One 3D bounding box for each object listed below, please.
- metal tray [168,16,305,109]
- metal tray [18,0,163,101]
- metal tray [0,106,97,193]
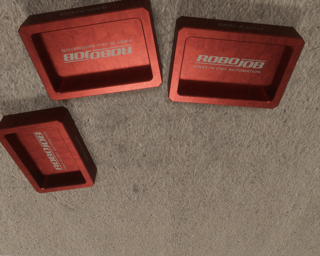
[{"bbox_3d":[0.078,-0.070,0.345,0.131,0.030,0.089,4,130,-4],"label":"metal tray"},{"bbox_3d":[-0.068,-0.081,0.333,0.131,0.030,0.089,-7,130,5],"label":"metal tray"},{"bbox_3d":[-0.152,0.035,0.431,0.090,0.030,0.129,-9,130,7],"label":"metal tray"}]
